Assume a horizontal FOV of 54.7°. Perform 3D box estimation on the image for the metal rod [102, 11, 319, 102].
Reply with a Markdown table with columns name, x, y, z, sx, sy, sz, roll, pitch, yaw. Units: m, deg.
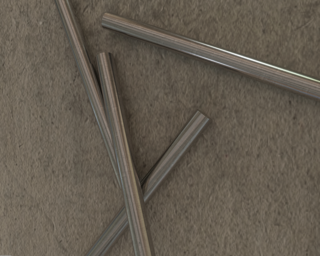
| name | x | y | z | sx | sy | sz | roll | pitch | yaw |
| --- | --- | --- | --- | --- | --- | --- | --- | --- | --- |
| metal rod | 0.058 | -0.094 | 0.388 | 0.301 | 0.025 | 0.025 | 23 | 98 | 18 |

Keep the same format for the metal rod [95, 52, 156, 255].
| name | x | y | z | sx | sy | sz | roll | pitch | yaw |
| --- | --- | --- | --- | --- | --- | --- | --- | --- | --- |
| metal rod | -0.045 | 0.041 | 0.403 | 0.025 | 0.025 | 0.299 | -18 | 76 | 19 |

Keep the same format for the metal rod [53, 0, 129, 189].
| name | x | y | z | sx | sy | sz | roll | pitch | yaw |
| --- | --- | --- | --- | --- | --- | --- | --- | --- | --- |
| metal rod | -0.095 | -0.060 | 0.441 | 0.025 | 0.025 | 0.299 | -23 | 83 | 18 |

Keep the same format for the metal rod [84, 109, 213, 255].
| name | x | y | z | sx | sy | sz | roll | pitch | yaw |
| --- | --- | --- | --- | --- | --- | --- | --- | --- | --- |
| metal rod | -0.032 | 0.100 | 0.419 | 0.025 | 0.025 | 0.299 | 40 | 102 | 15 |
